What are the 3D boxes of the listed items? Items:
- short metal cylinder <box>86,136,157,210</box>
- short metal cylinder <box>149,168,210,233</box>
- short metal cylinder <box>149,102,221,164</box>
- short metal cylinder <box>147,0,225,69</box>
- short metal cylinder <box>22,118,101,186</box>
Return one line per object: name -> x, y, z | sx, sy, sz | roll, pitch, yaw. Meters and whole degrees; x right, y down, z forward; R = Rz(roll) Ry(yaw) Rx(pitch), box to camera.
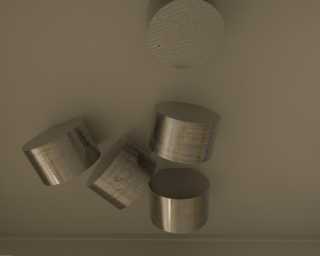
short metal cylinder -> -0.050, 0.058, 0.403 | 0.050, 0.080, 0.080 | 40, 105, -13
short metal cylinder -> 0.026, 0.095, 0.417 | 0.080, 0.080, 0.050 | -1, 110, 0
short metal cylinder -> 0.030, 0.003, 0.383 | 0.081, 0.080, 0.050 | 8, 110, -3
short metal cylinder -> 0.026, -0.113, 0.341 | 0.081, 0.050, 0.080 | -2, 135, -2
short metal cylinder -> -0.123, 0.028, 0.391 | 0.080, 0.080, 0.050 | -21, 109, 7
